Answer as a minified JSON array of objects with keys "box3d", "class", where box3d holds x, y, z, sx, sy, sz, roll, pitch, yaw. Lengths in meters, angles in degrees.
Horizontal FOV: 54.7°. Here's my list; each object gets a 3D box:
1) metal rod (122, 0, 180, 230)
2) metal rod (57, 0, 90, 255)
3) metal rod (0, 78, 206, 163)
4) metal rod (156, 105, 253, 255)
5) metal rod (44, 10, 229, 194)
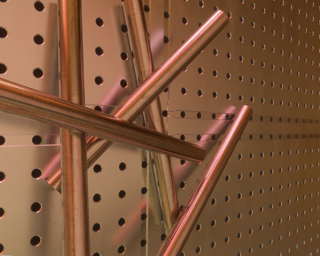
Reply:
[{"box3d":[-0.008,-0.011,0.404,0.025,0.025,0.298,-18,101,-39],"class":"metal rod"},{"box3d":[-0.086,0.011,0.308,0.025,0.025,0.298,3,79,-40],"class":"metal rod"},{"box3d":[-0.043,0.003,0.322,0.302,0.025,0.025,20,78,-47],"class":"metal rod"},{"box3d":[0.075,0.069,0.452,0.025,0.025,0.301,56,51,-25],"class":"metal rod"},{"box3d":[-0.014,-0.044,0.369,0.301,0.025,0.025,-47,119,-19],"class":"metal rod"}]
